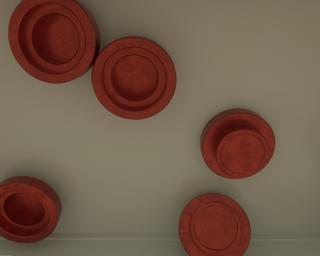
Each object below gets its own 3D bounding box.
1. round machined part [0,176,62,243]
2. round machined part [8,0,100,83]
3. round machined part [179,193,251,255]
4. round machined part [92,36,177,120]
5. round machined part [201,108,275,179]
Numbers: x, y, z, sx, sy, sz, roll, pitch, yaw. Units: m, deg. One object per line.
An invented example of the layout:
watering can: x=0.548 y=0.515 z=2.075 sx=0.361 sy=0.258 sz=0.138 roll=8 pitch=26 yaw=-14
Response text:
round machined part: x=-0.189 y=0.110 z=0.440 sx=0.099 sy=0.042 sz=0.097 roll=0 pitch=110 yaw=-1
round machined part: x=-0.117 y=-0.103 z=0.359 sx=0.099 sy=0.042 sz=0.097 roll=1 pitch=106 yaw=5
round machined part: x=0.075 y=0.138 z=0.426 sx=0.099 sy=0.042 sz=0.098 roll=-2 pitch=67 yaw=4
round machined part: x=-0.030 y=-0.063 z=0.379 sx=0.099 sy=0.042 sz=0.097 roll=0 pitch=110 yaw=-1
round machined part: x=0.105 y=0.026 z=0.414 sx=0.099 sy=0.042 sz=0.097 roll=0 pitch=110 yaw=-1
